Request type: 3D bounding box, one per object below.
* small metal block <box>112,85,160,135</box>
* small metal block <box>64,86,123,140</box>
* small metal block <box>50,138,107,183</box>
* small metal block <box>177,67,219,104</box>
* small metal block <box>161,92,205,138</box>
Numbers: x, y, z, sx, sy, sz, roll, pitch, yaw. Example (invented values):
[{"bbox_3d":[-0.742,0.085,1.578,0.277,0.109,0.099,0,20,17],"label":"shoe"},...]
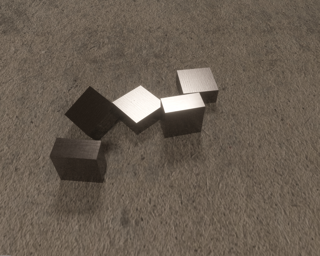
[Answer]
[{"bbox_3d":[-0.029,-0.025,0.424,0.050,0.025,0.050,-36,59,-27],"label":"small metal block"},{"bbox_3d":[-0.087,-0.019,0.406,0.050,0.025,0.050,37,84,26],"label":"small metal block"},{"bbox_3d":[-0.091,0.038,0.354,0.050,0.050,0.025,4,50,3],"label":"small metal block"},{"bbox_3d":[0.054,-0.061,0.456,0.050,0.025,0.050,-6,50,-6],"label":"small metal block"},{"bbox_3d":[0.028,-0.016,0.401,0.050,0.050,0.025,-10,51,-9],"label":"small metal block"}]
